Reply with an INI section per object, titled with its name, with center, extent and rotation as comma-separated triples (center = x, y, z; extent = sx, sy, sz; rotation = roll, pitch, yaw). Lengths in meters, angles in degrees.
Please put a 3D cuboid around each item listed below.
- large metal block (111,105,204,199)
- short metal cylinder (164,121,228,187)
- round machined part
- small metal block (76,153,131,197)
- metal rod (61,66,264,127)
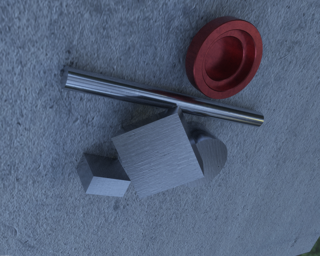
[large metal block]
center = 0.000, 0.027, 0.373
extent = 0.080, 0.050, 0.080
rotation = -21, 101, 10
[short metal cylinder]
center = 0.048, 0.037, 0.442
extent = 0.081, 0.050, 0.079
rotation = -14, 125, -21
[round machined part]
center = 0.074, -0.088, 0.383
extent = 0.099, 0.042, 0.097
rotation = -14, 125, -21
[small metal block]
center = -0.072, 0.059, 0.389
extent = 0.050, 0.050, 0.025
rotation = 15, 111, -35
[metal rod]
center = 0.027, -0.033, 0.402
extent = 0.302, 0.025, 0.025
rotation = 9, 114, -33
